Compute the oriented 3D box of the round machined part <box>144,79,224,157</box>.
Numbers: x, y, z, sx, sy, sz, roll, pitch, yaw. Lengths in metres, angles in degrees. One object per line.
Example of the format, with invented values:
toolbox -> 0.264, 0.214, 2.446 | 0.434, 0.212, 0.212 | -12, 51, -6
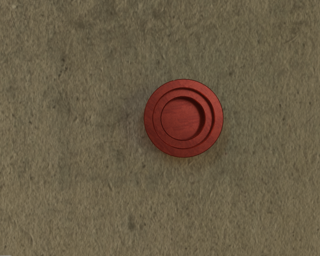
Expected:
round machined part -> 0.029, -0.012, 0.402 | 0.099, 0.042, 0.097 | 0, 90, -1
